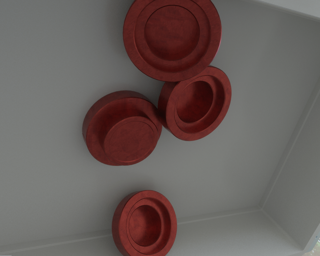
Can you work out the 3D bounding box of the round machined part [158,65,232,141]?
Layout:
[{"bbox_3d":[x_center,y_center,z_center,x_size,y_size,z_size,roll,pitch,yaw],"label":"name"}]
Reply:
[{"bbox_3d":[0.039,-0.036,0.392,0.099,0.042,0.097,-16,122,-26],"label":"round machined part"}]

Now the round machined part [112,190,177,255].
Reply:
[{"bbox_3d":[-0.026,0.141,0.449,0.099,0.042,0.098,13,68,-34],"label":"round machined part"}]

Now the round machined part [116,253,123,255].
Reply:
[{"bbox_3d":[-0.056,0.249,0.523,0.099,0.042,0.097,-14,124,-21],"label":"round machined part"}]

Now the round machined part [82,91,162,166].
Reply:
[{"bbox_3d":[-0.041,0.007,0.379,0.099,0.042,0.097,-14,124,-21],"label":"round machined part"}]

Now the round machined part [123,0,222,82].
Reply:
[{"bbox_3d":[0.012,-0.102,0.326,0.099,0.042,0.097,0,120,0],"label":"round machined part"}]
